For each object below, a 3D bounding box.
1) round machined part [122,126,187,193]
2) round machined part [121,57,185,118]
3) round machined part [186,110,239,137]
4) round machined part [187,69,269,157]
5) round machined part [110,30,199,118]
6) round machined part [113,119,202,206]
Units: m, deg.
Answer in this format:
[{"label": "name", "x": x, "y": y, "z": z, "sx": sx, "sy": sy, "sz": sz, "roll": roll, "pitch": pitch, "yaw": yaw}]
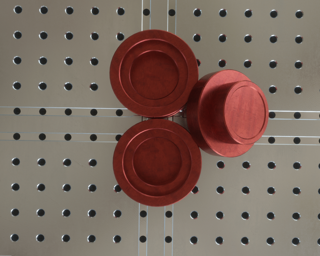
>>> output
[{"label": "round machined part", "x": -0.004, "y": 0.038, "z": 0.405, "sx": 0.099, "sy": 0.042, "sz": 0.097, "roll": 0, "pitch": 90, "yaw": 0}, {"label": "round machined part", "x": -0.005, "y": -0.061, "z": 0.406, "sx": 0.099, "sy": 0.042, "sz": 0.097, "roll": 0, "pitch": 90, "yaw": 0}, {"label": "round machined part", "x": 0.085, "y": -0.017, "z": 0.406, "sx": 0.099, "sy": 0.042, "sz": 0.097, "roll": 0, "pitch": 90, "yaw": 0}, {"label": "round machined part", "x": 0.081, "y": -0.016, "z": 0.342, "sx": 0.099, "sy": 0.042, "sz": 0.097, "roll": 0, "pitch": 89, "yaw": -32}, {"label": "round machined part", "x": -0.006, "y": -0.060, "z": 0.362, "sx": 0.099, "sy": 0.042, "sz": 0.097, "roll": 0, "pitch": 90, "yaw": 0}, {"label": "round machined part", "x": -0.003, "y": 0.038, "z": 0.362, "sx": 0.099, "sy": 0.042, "sz": 0.097, "roll": 0, "pitch": 90, "yaw": 0}]
